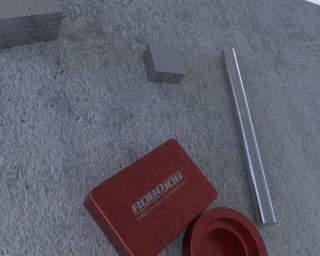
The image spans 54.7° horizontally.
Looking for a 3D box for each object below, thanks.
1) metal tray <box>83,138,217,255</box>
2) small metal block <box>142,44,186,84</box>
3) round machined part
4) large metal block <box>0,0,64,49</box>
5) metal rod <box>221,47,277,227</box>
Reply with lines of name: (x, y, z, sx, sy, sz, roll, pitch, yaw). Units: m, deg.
metal tray: (-0.006, 0.079, 0.349, 0.131, 0.030, 0.090, -31, 79, -38)
small metal block: (0.006, -0.096, 0.465, 0.050, 0.025, 0.050, 0, 62, -28)
round machined part: (0.067, 0.141, 0.343, 0.099, 0.042, 0.098, 14, 56, -21)
large metal block: (-0.180, -0.150, 0.383, 0.081, 0.050, 0.080, -25, 75, -37)
metal rod: (0.129, -0.004, 0.475, 0.025, 0.025, 0.299, 10, 57, -23)
